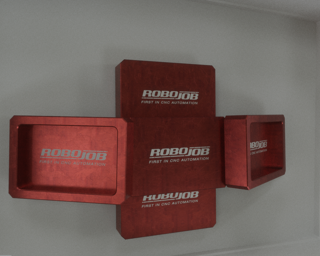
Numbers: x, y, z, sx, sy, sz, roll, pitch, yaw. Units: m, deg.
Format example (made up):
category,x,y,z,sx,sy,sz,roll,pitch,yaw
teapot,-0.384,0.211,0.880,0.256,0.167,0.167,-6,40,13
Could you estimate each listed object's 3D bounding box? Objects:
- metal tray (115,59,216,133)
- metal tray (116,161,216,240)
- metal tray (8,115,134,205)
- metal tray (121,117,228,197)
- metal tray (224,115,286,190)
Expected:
category,x,y,z,sx,sy,sz,roll,pitch,yaw
metal tray,0.009,-0.039,0.408,0.131,0.030,0.089,-1,90,-21
metal tray,0.009,0.090,0.408,0.131,0.030,0.089,-1,90,-21
metal tray,-0.096,0.032,0.338,0.131,0.030,0.089,1,91,9
metal tray,0.019,0.032,0.381,0.131,0.030,0.089,-1,90,-21
metal tray,0.133,0.027,0.422,0.131,0.030,0.089,-3,92,-49
